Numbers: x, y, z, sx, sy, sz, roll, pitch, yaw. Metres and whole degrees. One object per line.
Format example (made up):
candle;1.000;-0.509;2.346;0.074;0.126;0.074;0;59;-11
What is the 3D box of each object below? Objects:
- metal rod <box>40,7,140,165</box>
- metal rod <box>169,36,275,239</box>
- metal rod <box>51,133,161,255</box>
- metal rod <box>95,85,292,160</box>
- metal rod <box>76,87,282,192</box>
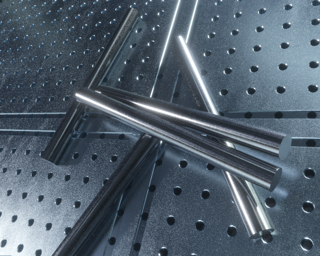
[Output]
metal rod;-0.108;-0.079;0.510;0.025;0.025;0.300;13;68;33
metal rod;0.062;-0.014;0.383;0.025;0.025;0.299;-26;53;12
metal rod;-0.086;0.115;0.381;0.025;0.025;0.300;28;77;37
metal rod;0.012;-0.019;0.389;0.300;0.025;0.025;20;72;42
metal rod;-0.004;0.000;0.375;0.300;0.025;0.025;24;74;36
